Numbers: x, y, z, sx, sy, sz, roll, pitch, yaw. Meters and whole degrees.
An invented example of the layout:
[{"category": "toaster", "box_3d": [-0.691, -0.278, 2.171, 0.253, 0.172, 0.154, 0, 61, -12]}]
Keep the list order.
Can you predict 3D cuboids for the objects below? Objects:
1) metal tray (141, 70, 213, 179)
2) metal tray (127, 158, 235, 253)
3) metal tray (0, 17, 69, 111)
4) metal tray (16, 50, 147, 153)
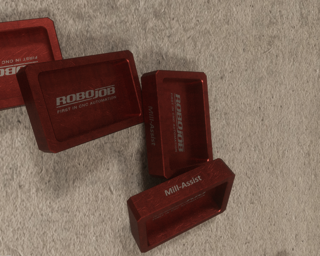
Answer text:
[{"category": "metal tray", "box_3d": [0.025, -0.007, 0.400, 0.091, 0.030, 0.129, -6, 93, -41]}, {"category": "metal tray", "box_3d": [0.027, 0.098, 0.390, 0.131, 0.030, 0.089, -21, 139, -19]}, {"category": "metal tray", "box_3d": [-0.175, -0.066, 0.341, 0.131, 0.030, 0.089, -15, 95, -20]}, {"category": "metal tray", "box_3d": [-0.080, -0.034, 0.350, 0.131, 0.030, 0.089, -21, 102, -40]}]
